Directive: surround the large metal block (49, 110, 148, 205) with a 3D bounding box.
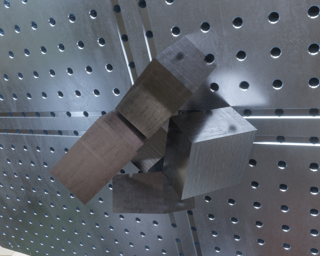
[{"bbox_3d":[-0.061,0.026,0.343,0.050,0.080,0.080,44,104,-2],"label":"large metal block"}]

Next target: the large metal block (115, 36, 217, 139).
[{"bbox_3d":[0.008,-0.046,0.344,0.050,0.080,0.080,43,129,-2],"label":"large metal block"}]

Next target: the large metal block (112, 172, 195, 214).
[{"bbox_3d":[-0.008,0.088,0.425,0.080,0.080,0.050,-9,78,32],"label":"large metal block"}]

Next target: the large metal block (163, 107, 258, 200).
[{"bbox_3d":[0.054,0.027,0.355,0.050,0.081,0.079,-127,35,-47],"label":"large metal block"}]

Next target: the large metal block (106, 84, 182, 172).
[{"bbox_3d":[-0.019,0.000,0.407,0.080,0.050,0.080,43,129,-2],"label":"large metal block"}]

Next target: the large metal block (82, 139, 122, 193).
[{"bbox_3d":[-0.085,0.038,0.443,0.050,0.080,0.080,44,129,-2],"label":"large metal block"}]
